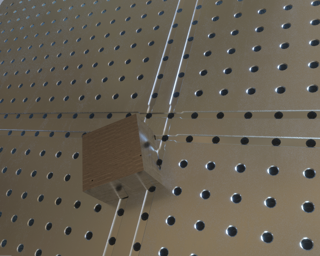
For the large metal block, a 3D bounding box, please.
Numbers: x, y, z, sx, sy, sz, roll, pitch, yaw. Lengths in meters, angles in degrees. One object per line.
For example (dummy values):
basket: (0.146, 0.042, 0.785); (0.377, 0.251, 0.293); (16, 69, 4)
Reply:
large metal block: (-0.049, 0.040, 0.392); (0.080, 0.050, 0.080); (-21, 54, 15)
